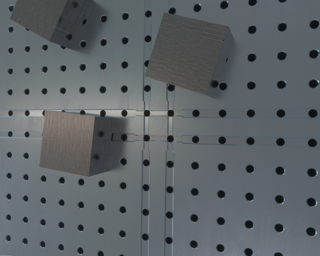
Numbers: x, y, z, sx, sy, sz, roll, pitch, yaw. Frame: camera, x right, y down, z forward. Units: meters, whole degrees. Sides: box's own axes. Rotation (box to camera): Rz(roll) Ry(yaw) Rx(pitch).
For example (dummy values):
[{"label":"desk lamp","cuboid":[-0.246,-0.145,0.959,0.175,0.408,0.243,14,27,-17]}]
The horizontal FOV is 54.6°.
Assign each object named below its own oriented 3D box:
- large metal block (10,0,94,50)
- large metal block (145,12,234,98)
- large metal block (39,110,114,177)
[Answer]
[{"label":"large metal block","cuboid":[-0.159,-0.174,0.456,0.080,0.050,0.080,31,100,17]},{"label":"large metal block","cuboid":[0.037,-0.089,0.386,0.080,0.050,0.080,20,97,19]},{"label":"large metal block","cuboid":[-0.118,0.019,0.442,0.080,0.050,0.080,7,93,20]}]
